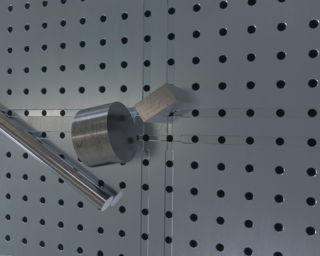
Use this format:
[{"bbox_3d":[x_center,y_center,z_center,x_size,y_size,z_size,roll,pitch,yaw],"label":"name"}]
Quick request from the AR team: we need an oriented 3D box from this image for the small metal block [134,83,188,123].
[{"bbox_3d":[0.002,-0.031,0.398,0.050,0.050,0.025,-33,79,17],"label":"small metal block"}]

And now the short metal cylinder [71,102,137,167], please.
[{"bbox_3d":[-0.071,0.009,0.408,0.050,0.080,0.080,-11,86,20],"label":"short metal cylinder"}]

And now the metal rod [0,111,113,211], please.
[{"bbox_3d":[-0.196,0.029,0.481,0.300,0.025,0.025,33,101,17],"label":"metal rod"}]
